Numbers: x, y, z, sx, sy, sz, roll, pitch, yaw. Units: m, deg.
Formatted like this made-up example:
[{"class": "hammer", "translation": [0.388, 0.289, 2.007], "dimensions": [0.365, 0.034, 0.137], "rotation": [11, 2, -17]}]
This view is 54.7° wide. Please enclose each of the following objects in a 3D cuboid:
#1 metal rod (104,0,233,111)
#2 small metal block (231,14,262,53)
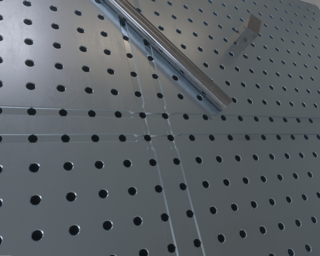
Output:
[{"class": "metal rod", "translation": [-0.003, -0.139, 0.491], "dimensions": [0.300, 0.025, 0.025], "rotation": [44, 51, 2]}, {"class": "small metal block", "translation": [0.164, -0.180, 0.591], "dimensions": [0.025, 0.050, 0.050], "rotation": [31, 52, -9]}]
